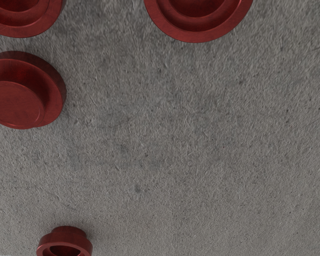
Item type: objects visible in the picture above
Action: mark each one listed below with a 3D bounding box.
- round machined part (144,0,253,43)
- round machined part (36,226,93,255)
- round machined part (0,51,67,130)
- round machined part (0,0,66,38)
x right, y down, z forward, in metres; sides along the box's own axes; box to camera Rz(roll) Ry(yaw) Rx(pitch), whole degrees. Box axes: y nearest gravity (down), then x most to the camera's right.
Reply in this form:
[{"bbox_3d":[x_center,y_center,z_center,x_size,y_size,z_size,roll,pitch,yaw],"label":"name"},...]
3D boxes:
[{"bbox_3d":[0.034,-0.132,0.284,0.099,0.042,0.097,0,130,0],"label":"round machined part"},{"bbox_3d":[-0.176,0.220,0.582,0.099,0.042,0.097,0,130,0],"label":"round machined part"},{"bbox_3d":[-0.164,-0.037,0.363,0.099,0.042,0.097,0,130,0],"label":"round machined part"},{"bbox_3d":[-0.133,-0.136,0.279,0.099,0.042,0.097,0,130,0],"label":"round machined part"}]
